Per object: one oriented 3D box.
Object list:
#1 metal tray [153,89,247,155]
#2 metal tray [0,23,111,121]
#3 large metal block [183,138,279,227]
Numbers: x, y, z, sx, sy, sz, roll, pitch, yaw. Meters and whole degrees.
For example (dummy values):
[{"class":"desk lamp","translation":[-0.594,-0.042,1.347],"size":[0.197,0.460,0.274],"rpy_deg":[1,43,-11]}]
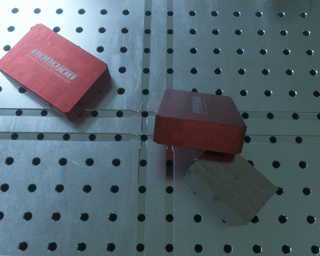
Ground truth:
[{"class":"metal tray","translation":[0.045,-0.014,0.367],"size":[0.091,0.130,0.030],"rpy_deg":[8,110,3]},{"class":"metal tray","translation":[-0.148,-0.081,0.437],"size":[0.130,0.030,0.090],"rpy_deg":[33,73,11]},{"class":"large metal block","translation":[0.076,0.066,0.359],"size":[0.050,0.080,0.080],"rpy_deg":[-43,76,-14]}]
